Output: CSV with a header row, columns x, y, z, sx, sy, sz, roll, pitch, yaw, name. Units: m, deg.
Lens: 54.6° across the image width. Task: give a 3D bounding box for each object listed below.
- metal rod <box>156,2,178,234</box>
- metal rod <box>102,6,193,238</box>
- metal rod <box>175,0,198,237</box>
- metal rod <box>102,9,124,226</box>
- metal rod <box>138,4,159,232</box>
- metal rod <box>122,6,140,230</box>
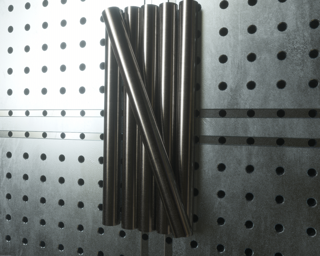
x,y,z,sx,sy,sz,roll,pitch,yaw,name
0.009,-0.012,0.410,0.025,0.025,0.298,1,90,20,metal rod
-0.018,-0.012,0.393,0.025,0.025,0.299,-20,83,19,metal rod
0.034,-0.012,0.402,0.025,0.025,0.298,1,90,20,metal rod
-0.066,-0.015,0.435,0.025,0.025,0.298,1,90,20,metal rod
-0.016,-0.013,0.417,0.025,0.025,0.298,1,90,20,metal rod
-0.038,-0.013,0.426,0.025,0.025,0.298,1,90,20,metal rod
